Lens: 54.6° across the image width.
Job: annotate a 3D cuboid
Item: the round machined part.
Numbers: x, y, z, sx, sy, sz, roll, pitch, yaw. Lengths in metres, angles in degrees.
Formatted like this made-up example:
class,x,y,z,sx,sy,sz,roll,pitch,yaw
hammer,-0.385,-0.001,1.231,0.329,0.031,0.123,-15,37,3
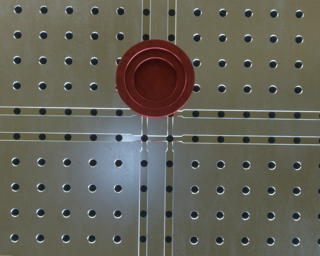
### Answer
class,x,y,z,sx,sy,sz,roll,pitch,yaw
round machined part,-0.006,-0.062,0.405,0.099,0.042,0.097,0,90,0
